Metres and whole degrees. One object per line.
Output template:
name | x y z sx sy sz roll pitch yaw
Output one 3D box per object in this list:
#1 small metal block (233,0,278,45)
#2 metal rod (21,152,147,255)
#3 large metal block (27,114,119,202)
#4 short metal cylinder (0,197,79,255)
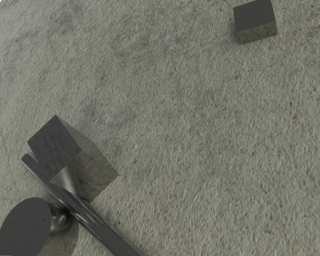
small metal block | 0.131 -0.147 0.425 0.050 0.025 0.050 -11 57 21
metal rod | -0.095 0.105 0.387 0.300 0.025 0.025 28 77 37
large metal block | -0.112 0.040 0.401 0.050 0.080 0.080 -45 51 -3
short metal cylinder | -0.149 0.132 0.383 0.080 0.050 0.080 -13 56 20
